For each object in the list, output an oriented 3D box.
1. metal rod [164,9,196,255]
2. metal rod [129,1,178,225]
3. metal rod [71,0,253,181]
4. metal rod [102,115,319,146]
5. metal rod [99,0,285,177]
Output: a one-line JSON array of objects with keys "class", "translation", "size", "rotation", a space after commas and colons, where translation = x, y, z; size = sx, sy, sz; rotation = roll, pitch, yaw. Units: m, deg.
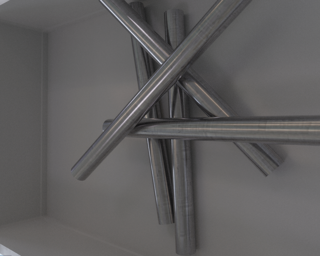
[{"class": "metal rod", "translation": [0.025, 0.003, 0.386], "size": [0.025, 0.025, 0.298], "rotation": [-5, 87, 40]}, {"class": "metal rod", "translation": [-0.012, -0.025, 0.416], "size": [0.025, 0.025, 0.298], "rotation": [-15, 81, 39]}, {"class": "metal rod", "translation": [-0.016, -0.033, 0.356], "size": [0.299, 0.025, 0.025], "rotation": [-45, 63, 27]}, {"class": "metal rod", "translation": [0.038, 0.001, 0.333], "size": [0.300, 0.025, 0.025], "rotation": [1, 91, 44]}, {"class": "metal rod", "translation": [0.023, -0.066, 0.359], "size": [0.300, 0.025, 0.025], "rotation": [49, 119, 18]}]
